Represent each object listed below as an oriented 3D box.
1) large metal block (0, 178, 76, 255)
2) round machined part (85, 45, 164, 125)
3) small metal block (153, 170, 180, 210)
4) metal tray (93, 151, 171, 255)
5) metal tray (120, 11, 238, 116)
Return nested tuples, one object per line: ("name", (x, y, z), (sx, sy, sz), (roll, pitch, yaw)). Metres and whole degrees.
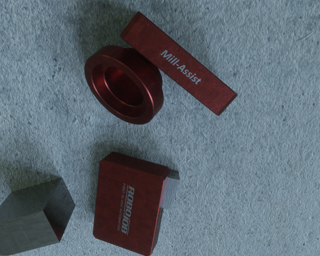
("large metal block", (-0.172, 0.119, 0.422), (0.080, 0.080, 0.050), (-16, 110, 5))
("round machined part", (-0.036, -0.054, 0.362), (0.098, 0.042, 0.097), (26, 146, 20))
("small metal block", (-0.003, 0.084, 0.441), (0.050, 0.025, 0.050), (13, 109, -5))
("metal tray", (-0.042, 0.106, 0.431), (0.090, 0.030, 0.129), (14, 111, 13))
("metal tray", (0.020, -0.074, 0.347), (0.130, 0.090, 0.030), (37, 103, -13))
